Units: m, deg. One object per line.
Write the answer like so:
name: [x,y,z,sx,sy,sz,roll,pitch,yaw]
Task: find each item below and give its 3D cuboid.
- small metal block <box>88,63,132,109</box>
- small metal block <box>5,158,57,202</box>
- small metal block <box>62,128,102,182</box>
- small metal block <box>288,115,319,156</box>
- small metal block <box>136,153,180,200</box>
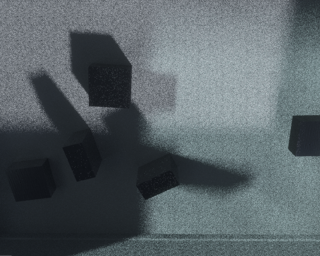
small metal block: [-0.062,-0.053,0.391,0.050,0.025,0.050,3,110,-2]
small metal block: [-0.180,0.073,0.436,0.050,0.025,0.050,-8,110,2]
small metal block: [-0.101,0.035,0.409,0.025,0.050,0.050,-15,110,5]
small metal block: [0.206,0.010,0.418,0.050,0.025,0.050,-1,110,0]
small metal block: [-0.003,0.065,0.422,0.050,0.050,0.025,-25,108,9]
